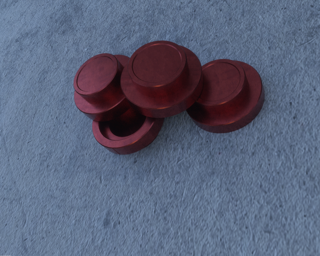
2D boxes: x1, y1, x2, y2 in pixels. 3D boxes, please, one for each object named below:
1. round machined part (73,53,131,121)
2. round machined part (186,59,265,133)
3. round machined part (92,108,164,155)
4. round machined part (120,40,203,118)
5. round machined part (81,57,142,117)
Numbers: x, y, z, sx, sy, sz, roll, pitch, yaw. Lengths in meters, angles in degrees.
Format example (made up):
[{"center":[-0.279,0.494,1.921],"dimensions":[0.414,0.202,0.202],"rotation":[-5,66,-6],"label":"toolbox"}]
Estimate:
[{"center":[-0.075,-0.061,0.415],"dimensions":[0.098,0.042,0.098],"rotation":[-13,56,20],"label":"round machined part"},{"center":[0.075,-0.046,0.382],"dimensions":[0.098,0.042,0.098],"rotation":[-13,56,20],"label":"round machined part"},{"center":[-0.038,-0.008,0.418],"dimensions":[0.098,0.042,0.098],"rotation":[-13,56,20],"label":"round machined part"},{"center":[0.000,-0.064,0.365],"dimensions":[0.098,0.042,0.098],"rotation":[-5,60,10],"label":"round machined part"},{"center":[-0.082,-0.070,0.477],"dimensions":[0.098,0.042,0.098],"rotation":[-13,56,20],"label":"round machined part"}]
